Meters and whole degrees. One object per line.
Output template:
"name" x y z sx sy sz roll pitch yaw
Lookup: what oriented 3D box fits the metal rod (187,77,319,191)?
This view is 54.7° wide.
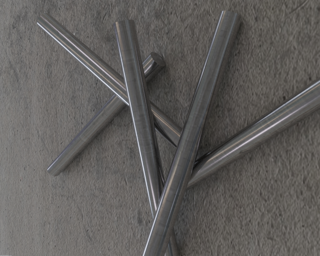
"metal rod" 0.114 -0.006 0.310 0.299 0.025 0.025 -39 66 33

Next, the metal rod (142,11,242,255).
"metal rod" 0.033 0.018 0.350 0.025 0.025 0.298 20 95 38

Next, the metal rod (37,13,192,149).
"metal rod" -0.068 -0.068 0.422 0.300 0.025 0.025 42 116 18

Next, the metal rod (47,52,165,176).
"metal rod" -0.098 -0.007 0.485 0.299 0.025 0.025 -41 65 32

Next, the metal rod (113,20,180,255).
"metal rod" -0.014 0.023 0.377 0.025 0.025 0.298 -5 99 40
